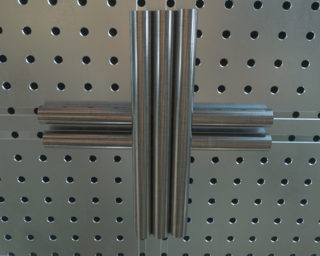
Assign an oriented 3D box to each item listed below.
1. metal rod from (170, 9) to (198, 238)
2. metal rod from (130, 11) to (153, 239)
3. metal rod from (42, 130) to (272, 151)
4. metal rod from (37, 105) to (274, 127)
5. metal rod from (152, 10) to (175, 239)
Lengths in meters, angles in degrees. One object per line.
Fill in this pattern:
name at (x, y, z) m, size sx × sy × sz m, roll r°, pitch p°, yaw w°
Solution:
metal rod at (0.028, 0.009, 0.391) m, size 0.025 × 0.025 × 0.298 m, roll 0°, pitch 110°, yaw -1°
metal rod at (-0.023, 0.011, 0.391) m, size 0.025 × 0.025 × 0.298 m, roll 0°, pitch 110°, yaw -1°
metal rod at (-0.003, 0.017, 0.420) m, size 0.302 × 0.025 × 0.025 m, roll 1°, pitch 110°, yaw -1°
metal rod at (-0.005, -0.015, 0.408) m, size 0.302 × 0.025 × 0.025 m, roll 1°, pitch 110°, yaw -1°
metal rod at (0.002, 0.011, 0.391) m, size 0.025 × 0.025 × 0.298 m, roll 0°, pitch 110°, yaw -1°
